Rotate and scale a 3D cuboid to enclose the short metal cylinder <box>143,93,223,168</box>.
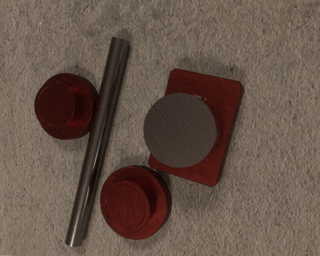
[{"bbox_3d":[0.028,0.002,0.353,0.080,0.050,0.079,0,90,19],"label":"short metal cylinder"}]

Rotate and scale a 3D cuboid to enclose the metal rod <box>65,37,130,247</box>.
[{"bbox_3d":[-0.090,0.023,0.439,0.025,0.025,0.298,16,95,19],"label":"metal rod"}]

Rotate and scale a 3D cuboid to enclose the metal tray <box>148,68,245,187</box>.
[{"bbox_3d":[0.045,-0.002,0.390,0.090,0.030,0.129,15,95,19],"label":"metal tray"}]

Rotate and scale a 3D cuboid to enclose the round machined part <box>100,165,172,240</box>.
[{"bbox_3d":[-0.037,0.100,0.412,0.098,0.042,0.097,0,90,19],"label":"round machined part"}]

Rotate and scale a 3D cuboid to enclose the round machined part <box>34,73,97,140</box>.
[{"bbox_3d":[-0.140,-0.032,0.448,0.098,0.042,0.097,0,90,19],"label":"round machined part"}]
